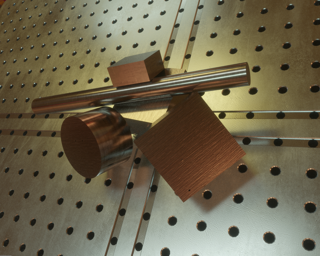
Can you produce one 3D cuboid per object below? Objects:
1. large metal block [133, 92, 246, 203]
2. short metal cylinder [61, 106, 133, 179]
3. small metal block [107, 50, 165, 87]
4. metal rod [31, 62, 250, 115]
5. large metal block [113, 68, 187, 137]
[{"bbox_3d":[0.030,0.018,0.334,0.080,0.050,0.080,-39,95,2],"label":"large metal block"},{"bbox_3d":[-0.081,0.017,0.392,0.080,0.079,0.050,21,30,36],"label":"short metal cylinder"},{"bbox_3d":[-0.029,-0.074,0.385,0.050,0.025,0.050,-6,24,25],"label":"small metal block"},{"bbox_3d":[-0.043,-0.044,0.389,0.300,0.025,0.025,-5,59,25],"label":"metal rod"},{"bbox_3d":[-0.007,-0.033,0.411,0.080,0.050,0.080,12,67,33],"label":"large metal block"}]
